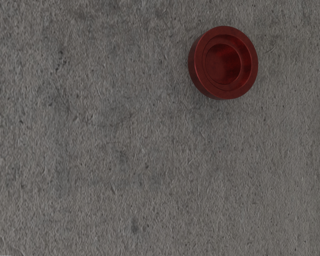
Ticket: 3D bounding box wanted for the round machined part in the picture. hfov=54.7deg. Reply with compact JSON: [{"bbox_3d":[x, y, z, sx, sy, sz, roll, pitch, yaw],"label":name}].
[{"bbox_3d":[0.083,-0.087,0.430,0.099,0.042,0.097,0,90,-20],"label":"round machined part"}]
